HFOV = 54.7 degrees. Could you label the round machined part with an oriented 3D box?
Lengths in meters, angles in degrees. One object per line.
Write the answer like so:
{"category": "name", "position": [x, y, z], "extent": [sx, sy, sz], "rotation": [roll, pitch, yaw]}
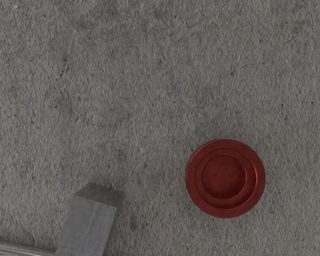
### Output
{"category": "round machined part", "position": [0.081, 0.062, 0.402], "extent": [0.099, 0.042, 0.097], "rotation": [0, 90, 0]}

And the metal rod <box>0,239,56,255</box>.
{"category": "metal rod", "position": [-0.089, 0.185, 0.409], "extent": [0.302, 0.025, 0.025], "rotation": [12, 90, 0]}

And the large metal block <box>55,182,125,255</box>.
{"category": "large metal block", "position": [-0.083, 0.119, 0.382], "extent": [0.050, 0.080, 0.080], "rotation": [17, 90, 0]}
